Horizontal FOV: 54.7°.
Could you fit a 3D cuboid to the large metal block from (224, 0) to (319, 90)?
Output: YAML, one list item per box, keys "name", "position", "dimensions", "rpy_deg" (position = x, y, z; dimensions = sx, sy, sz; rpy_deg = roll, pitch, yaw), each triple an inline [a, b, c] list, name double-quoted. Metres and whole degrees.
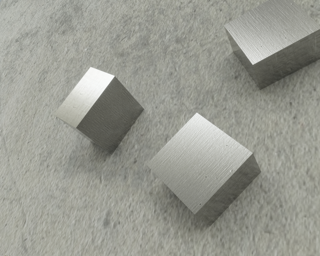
- name: "large metal block"
  position: [0.137, -0.107, 0.381]
  dimensions: [0.080, 0.050, 0.080]
  rpy_deg: [-28, 52, 10]

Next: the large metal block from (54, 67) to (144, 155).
- name: "large metal block"
  position: [-0.080, -0.022, 0.422]
  dimensions: [0.050, 0.080, 0.080]
  rpy_deg: [25, 75, 36]

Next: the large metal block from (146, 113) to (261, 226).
- name: "large metal block"
  position: [0.047, 0.043, 0.336]
  dimensions: [0.080, 0.050, 0.080]
  rpy_deg: [-46, 51, -4]
